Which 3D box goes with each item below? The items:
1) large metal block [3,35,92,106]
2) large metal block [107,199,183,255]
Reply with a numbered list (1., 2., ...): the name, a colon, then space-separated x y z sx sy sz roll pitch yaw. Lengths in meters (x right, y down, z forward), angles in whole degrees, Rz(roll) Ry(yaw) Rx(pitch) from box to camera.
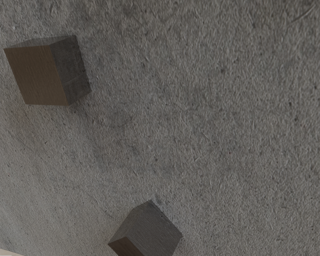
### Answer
1. large metal block: -0.151 -0.078 0.422 0.080 0.050 0.079 4 120 26
2. large metal block: -0.021 0.176 0.492 0.080 0.080 0.050 49 129 -7
